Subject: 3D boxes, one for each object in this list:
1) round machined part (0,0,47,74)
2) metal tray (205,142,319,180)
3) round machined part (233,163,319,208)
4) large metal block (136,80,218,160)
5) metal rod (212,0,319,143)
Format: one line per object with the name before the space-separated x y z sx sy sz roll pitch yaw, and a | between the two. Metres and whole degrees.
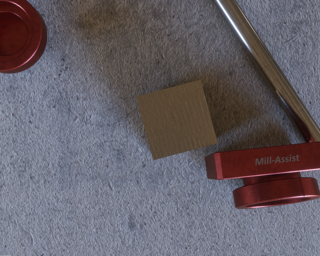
round machined part | -0.194 -0.119 0.399 0.099 0.042 0.097 0 90 -1
metal tray | 0.126 0.041 0.377 0.131 0.090 0.030 -6 81 -1
round machined part | 0.138 0.071 0.379 0.099 0.098 0.042 -6 70 -1
large metal block | 0.020 -0.010 0.398 0.080 0.050 0.080 -15 90 -1
metal rod | 0.143 -0.081 0.411 0.025 0.025 0.299 -33 90 0
